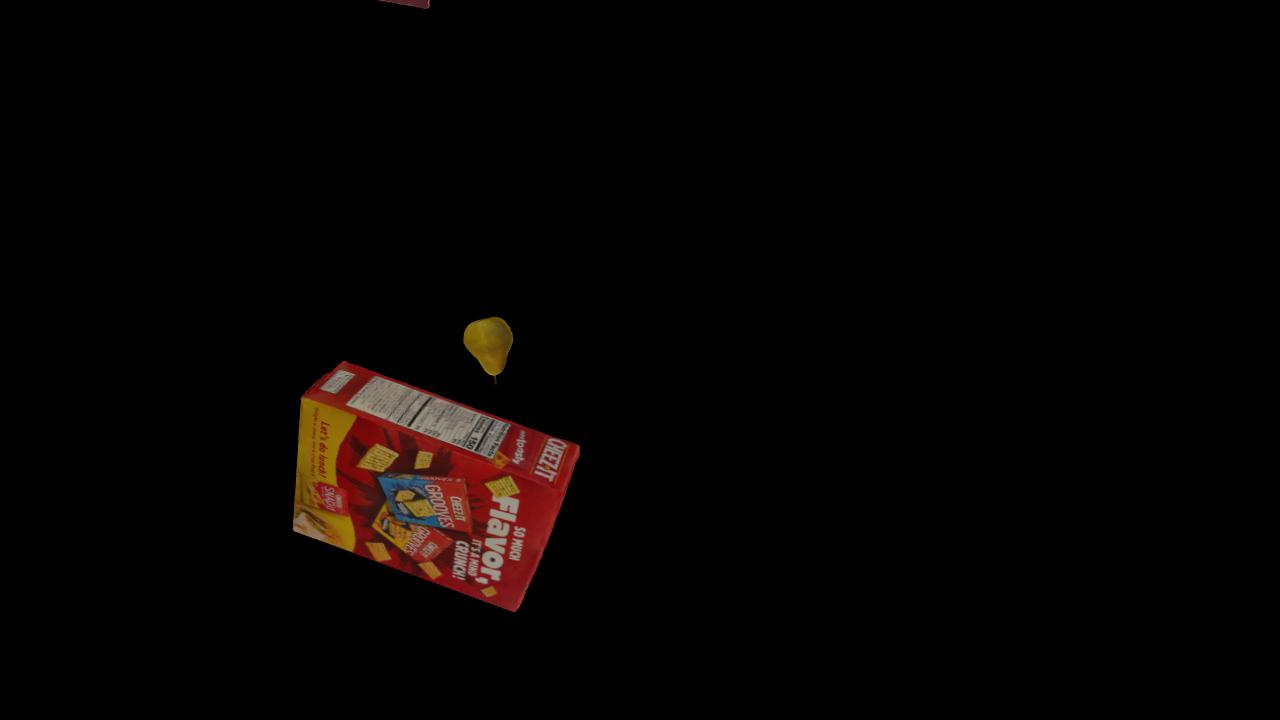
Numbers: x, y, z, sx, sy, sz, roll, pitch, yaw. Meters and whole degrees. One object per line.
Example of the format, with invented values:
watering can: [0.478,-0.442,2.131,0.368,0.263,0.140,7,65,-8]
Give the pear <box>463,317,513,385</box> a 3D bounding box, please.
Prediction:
pear: [-0.241,-0.012,1.000,0.080,0.111,0.080,-13,9,2]

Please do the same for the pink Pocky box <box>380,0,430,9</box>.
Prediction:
pink Pocky box: [-0.191,-0.318,0.435,0.084,0.029,0.155,0,-8,-20]

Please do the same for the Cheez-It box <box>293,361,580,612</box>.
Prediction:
Cheez-It box: [-0.184,0.116,0.548,0.223,0.166,0.071,21,31,-3]
